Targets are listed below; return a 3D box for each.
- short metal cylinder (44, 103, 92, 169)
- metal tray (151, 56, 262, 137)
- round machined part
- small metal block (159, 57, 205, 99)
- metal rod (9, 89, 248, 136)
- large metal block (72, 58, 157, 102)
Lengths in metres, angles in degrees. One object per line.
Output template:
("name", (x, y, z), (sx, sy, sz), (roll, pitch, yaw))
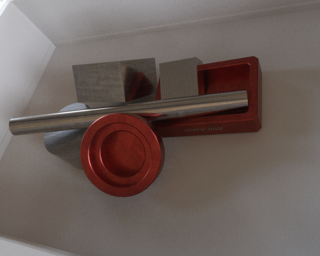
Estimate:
("short metal cylinder", (-0.114, 0.012, 0.437), (0.080, 0.050, 0.080), (-13, 56, 20))
("metal tray", (0.059, -0.037, 0.391), (0.130, 0.030, 0.090), (-4, 60, 25))
("round machined part", (-0.042, 0.030, 0.374), (0.098, 0.042, 0.097), (1, 95, 13))
("small metal block", (0.028, -0.060, 0.397), (0.050, 0.025, 0.050), (-5, 86, 26))
("metal rod", (-0.047, -0.017, 0.384), (0.301, 0.025, 0.025), (-6, 59, 12))
("large metal block", (-0.060, -0.067, 0.430), (0.080, 0.080, 0.050), (3, 105, 30))
